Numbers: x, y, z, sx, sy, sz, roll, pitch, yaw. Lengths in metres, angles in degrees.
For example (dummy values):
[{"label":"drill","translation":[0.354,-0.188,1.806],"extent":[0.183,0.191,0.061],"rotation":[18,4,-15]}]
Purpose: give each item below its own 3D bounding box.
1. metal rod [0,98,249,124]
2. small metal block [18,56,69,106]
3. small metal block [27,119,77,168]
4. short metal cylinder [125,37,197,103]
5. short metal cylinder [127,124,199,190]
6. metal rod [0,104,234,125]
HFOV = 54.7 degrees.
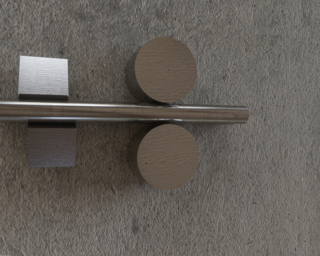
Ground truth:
[{"label":"metal rod","translation":[-0.027,-0.018,0.374],"extent":[0.303,0.025,0.025],"rotation":[0,90,-20]},{"label":"small metal block","translation":[-0.131,-0.052,0.352],"extent":[0.050,0.025,0.050],"rotation":[0,63,-20]},{"label":"small metal block","translation":[-0.123,0.017,0.354],"extent":[0.050,0.025,0.050],"rotation":[0,117,-21]},{"label":"short metal cylinder","translation":[0.000,-0.070,0.397],"extent":[0.081,0.050,0.079],"rotation":[0,90,-20]},{"label":"short metal cylinder","translation":[0.003,0.035,0.398],"extent":[0.081,0.050,0.079],"rotation":[0,90,-20]},{"label":"metal rod","translation":[-0.037,-0.018,0.397],"extent":[0.303,0.025,0.025],"rotation":[0,90,-20]}]
